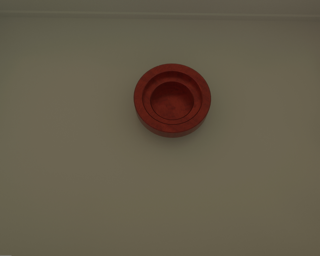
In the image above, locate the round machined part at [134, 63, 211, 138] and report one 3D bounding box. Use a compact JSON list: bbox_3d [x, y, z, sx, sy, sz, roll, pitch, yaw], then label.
[{"bbox_3d":[0.016,-0.033,0.413,0.099,0.042,0.098,0,70,0],"label":"round machined part"}]
